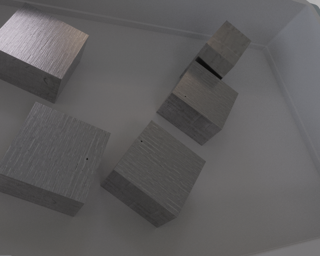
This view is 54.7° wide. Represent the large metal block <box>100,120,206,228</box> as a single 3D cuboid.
[{"bbox_3d":[-0.006,0.052,0.354,0.080,0.050,0.080,38,51,-3],"label":"large metal block"}]

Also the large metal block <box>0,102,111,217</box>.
[{"bbox_3d":[-0.106,0.033,0.313,0.080,0.050,0.080,24,53,-14],"label":"large metal block"}]

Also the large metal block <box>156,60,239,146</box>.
[{"bbox_3d":[0.054,-0.036,0.441,0.080,0.050,0.080,36,51,-4],"label":"large metal block"}]

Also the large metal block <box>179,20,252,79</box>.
[{"bbox_3d":[0.086,-0.107,0.481,0.050,0.080,0.080,40,51,-2],"label":"large metal block"}]

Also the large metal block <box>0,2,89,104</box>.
[{"bbox_3d":[-0.142,-0.088,0.367,0.080,0.050,0.080,26,53,-12],"label":"large metal block"}]
